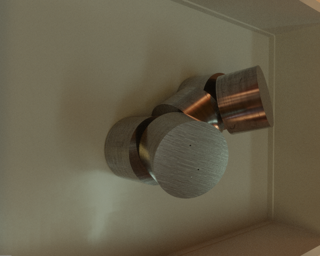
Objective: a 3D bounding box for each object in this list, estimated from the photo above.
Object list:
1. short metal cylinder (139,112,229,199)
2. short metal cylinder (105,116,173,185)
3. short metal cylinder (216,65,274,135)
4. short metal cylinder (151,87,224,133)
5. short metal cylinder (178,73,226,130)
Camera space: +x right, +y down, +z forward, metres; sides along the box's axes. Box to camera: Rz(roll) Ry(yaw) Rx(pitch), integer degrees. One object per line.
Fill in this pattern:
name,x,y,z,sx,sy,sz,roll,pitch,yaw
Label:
short metal cylinder,0.024,0.027,0.326,0.081,0.050,0.079,-5,104,-19
short metal cylinder,-0.019,0.026,0.374,0.081,0.050,0.079,0,90,-40
short metal cylinder,0.110,-0.035,0.398,0.080,0.050,0.080,35,49,-52
short metal cylinder,0.035,-0.007,0.400,0.050,0.080,0.080,-37,113,-34
short metal cylinder,0.070,-0.037,0.449,0.081,0.050,0.079,0,90,-40
